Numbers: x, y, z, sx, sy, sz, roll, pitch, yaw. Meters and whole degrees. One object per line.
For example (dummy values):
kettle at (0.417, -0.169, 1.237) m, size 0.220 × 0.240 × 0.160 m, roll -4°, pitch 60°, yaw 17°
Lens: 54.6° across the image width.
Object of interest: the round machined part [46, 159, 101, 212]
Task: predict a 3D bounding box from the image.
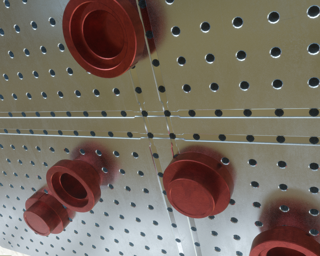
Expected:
round machined part at (-0.143, 0.094, 0.535) m, size 0.098 × 0.042 × 0.097 m, roll 13°, pitch 124°, yaw 21°

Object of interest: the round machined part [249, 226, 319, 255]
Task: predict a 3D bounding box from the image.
round machined part at (0.173, 0.171, 0.415) m, size 0.098 × 0.042 × 0.097 m, roll 13°, pitch 124°, yaw 21°

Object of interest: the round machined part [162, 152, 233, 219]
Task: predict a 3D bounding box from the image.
round machined part at (0.048, 0.085, 0.428) m, size 0.098 × 0.042 × 0.097 m, roll 13°, pitch 124°, yaw 21°

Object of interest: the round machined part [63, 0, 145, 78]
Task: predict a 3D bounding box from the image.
round machined part at (-0.061, -0.112, 0.364) m, size 0.098 × 0.042 × 0.097 m, roll 13°, pitch 124°, yaw 21°

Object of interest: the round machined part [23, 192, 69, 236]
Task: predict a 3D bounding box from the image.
round machined part at (-0.242, 0.184, 0.643) m, size 0.098 × 0.042 × 0.097 m, roll 13°, pitch 124°, yaw 21°
